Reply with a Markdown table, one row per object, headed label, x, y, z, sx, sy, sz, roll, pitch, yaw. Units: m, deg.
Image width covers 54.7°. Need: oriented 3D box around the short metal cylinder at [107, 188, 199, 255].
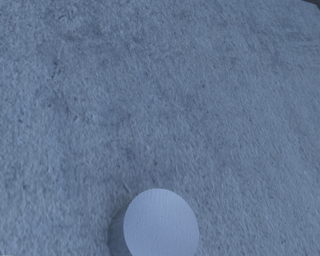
| label | x | y | z | sx | sy | sz | roll | pitch | yaw |
| --- | --- | --- | --- | --- | --- | --- | --- | --- | --- |
| short metal cylinder | -0.008 | 0.109 | 0.319 | 0.081 | 0.050 | 0.080 | 14 | 56 | -21 |
